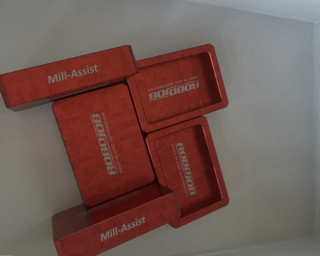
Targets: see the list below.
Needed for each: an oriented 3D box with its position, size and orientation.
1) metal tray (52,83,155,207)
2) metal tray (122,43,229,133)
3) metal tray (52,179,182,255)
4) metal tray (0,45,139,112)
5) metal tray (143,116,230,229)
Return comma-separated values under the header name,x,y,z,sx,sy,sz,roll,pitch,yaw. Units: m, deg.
name,x,y,z,sx,sy,sz,roll,pitch,yaw
metal tray,-0.068,0.019,0.380,0.091,0.030,0.129,-19,97,-19
metal tray,0.021,-0.054,0.415,0.131,0.030,0.089,-18,96,-20
metal tray,-0.053,0.101,0.354,0.131,0.090,0.030,-18,97,-19
metal tray,-0.098,-0.052,0.336,0.131,0.090,0.030,-19,97,-19
metal tray,0.034,0.057,0.420,0.091,0.030,0.129,-19,97,-19
